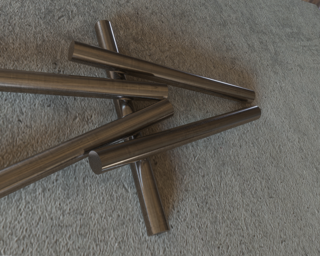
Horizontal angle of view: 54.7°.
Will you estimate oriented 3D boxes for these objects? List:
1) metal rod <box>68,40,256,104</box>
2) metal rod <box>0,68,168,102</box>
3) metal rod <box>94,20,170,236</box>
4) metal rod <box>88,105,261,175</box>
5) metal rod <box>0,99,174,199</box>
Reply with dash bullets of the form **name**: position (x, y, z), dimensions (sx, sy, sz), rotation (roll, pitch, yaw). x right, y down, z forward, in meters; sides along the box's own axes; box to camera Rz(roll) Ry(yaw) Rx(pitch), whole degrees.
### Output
- **metal rod**: position (0.023, -0.072, 0.442), dimensions (0.302, 0.025, 0.025), rotation (9, 58, -31)
- **metal rod**: position (-0.135, -0.050, 0.346), dimensions (0.303, 0.025, 0.025), rotation (2, 61, -21)
- **metal rod**: position (-0.042, -0.017, 0.394), dimensions (0.025, 0.025, 0.299), rotation (-3, 63, -30)
- **metal rod**: position (0.045, 0.005, 0.408), dimensions (0.302, 0.025, 0.025), rotation (-15, 70, -41)
- **metal rod**: position (-0.107, 0.032, 0.311), dimensions (0.302, 0.025, 0.025), rotation (-26, 76, -32)
